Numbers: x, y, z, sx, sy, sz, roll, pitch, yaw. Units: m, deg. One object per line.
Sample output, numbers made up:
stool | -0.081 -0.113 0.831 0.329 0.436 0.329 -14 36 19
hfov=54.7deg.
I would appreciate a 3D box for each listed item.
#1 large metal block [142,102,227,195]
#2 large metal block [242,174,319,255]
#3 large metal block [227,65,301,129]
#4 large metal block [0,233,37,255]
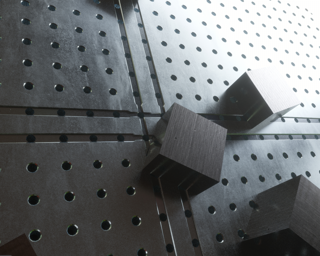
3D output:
large metal block | 0.034 0.027 0.396 0.080 0.050 0.080 26 52 -12
large metal block | 0.160 0.116 0.390 0.050 0.080 0.080 39 51 -3
large metal block | 0.175 -0.054 0.522 0.081 0.050 0.080 -17 71 -35
large metal block | -0.130 0.128 0.225 0.081 0.080 0.050 -26 76 -37
